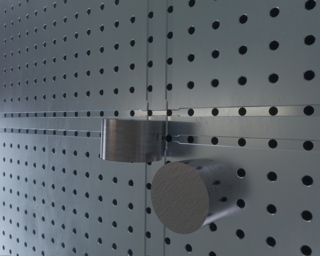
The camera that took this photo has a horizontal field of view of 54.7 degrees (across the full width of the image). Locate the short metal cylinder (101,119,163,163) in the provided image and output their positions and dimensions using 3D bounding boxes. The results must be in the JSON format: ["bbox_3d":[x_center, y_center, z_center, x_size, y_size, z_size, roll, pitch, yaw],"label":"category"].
[{"bbox_3d":[-0.036,0.014,0.404,0.080,0.081,0.050,4,93,40],"label":"short metal cylinder"}]

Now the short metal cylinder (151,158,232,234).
[{"bbox_3d":[0.036,0.077,0.364,0.080,0.050,0.079,0,91,40],"label":"short metal cylinder"}]
